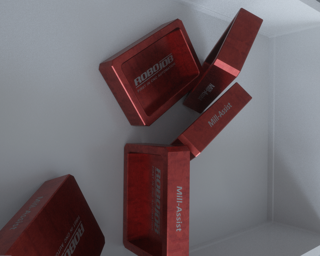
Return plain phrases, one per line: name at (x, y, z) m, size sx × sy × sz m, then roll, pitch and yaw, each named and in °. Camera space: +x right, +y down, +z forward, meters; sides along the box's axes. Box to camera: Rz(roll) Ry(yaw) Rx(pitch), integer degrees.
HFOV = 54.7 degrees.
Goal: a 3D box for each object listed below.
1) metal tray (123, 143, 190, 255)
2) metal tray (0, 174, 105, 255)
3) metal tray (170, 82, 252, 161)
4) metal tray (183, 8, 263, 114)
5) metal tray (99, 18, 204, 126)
metal tray at (-0.007, 0.084, 0.359) m, size 0.030 × 0.090 × 0.129 m, roll 1°, pitch 90°, yaw -37°
metal tray at (-0.095, 0.110, 0.273) m, size 0.130 × 0.030 × 0.090 m, roll -74°, pitch 144°, yaw -70°
metal tray at (0.057, 0.001, 0.412) m, size 0.030 × 0.090 × 0.131 m, roll 47°, pitch 57°, yaw 3°
metal tray at (0.078, -0.082, 0.408) m, size 0.030 × 0.130 × 0.090 m, roll 29°, pitch 69°, yaw -3°
metal tray at (-0.004, -0.073, 0.401) m, size 0.131 × 0.030 × 0.090 m, roll -42°, pitch 116°, yaw -32°
